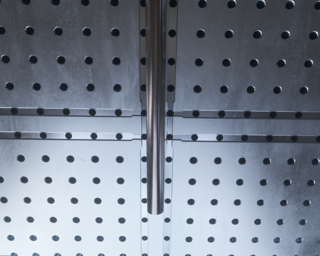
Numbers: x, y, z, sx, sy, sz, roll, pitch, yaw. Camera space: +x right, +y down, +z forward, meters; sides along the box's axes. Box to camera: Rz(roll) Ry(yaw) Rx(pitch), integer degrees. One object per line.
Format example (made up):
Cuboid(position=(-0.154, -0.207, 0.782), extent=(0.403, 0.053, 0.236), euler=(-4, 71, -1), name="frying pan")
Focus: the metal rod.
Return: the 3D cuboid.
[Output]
Cuboid(position=(-0.006, -0.019, 0.407), extent=(0.025, 0.025, 0.298), euler=(0, 110, 0), name="metal rod")
